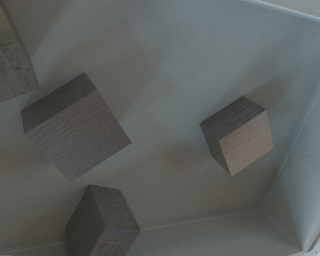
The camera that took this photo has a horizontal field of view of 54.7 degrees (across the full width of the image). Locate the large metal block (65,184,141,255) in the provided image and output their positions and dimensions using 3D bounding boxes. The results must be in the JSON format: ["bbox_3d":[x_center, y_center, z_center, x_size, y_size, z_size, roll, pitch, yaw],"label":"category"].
[{"bbox_3d":[-0.079,0.135,0.413,0.050,0.080,0.080,20,108,-36],"label":"large metal block"}]

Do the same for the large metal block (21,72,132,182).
[{"bbox_3d":[-0.091,-0.001,0.342,0.080,0.050,0.080,-33,129,-7],"label":"large metal block"}]

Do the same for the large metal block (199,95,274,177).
[{"bbox_3d":[0.116,0.012,0.463,0.080,0.050,0.080,-33,129,-7],"label":"large metal block"}]

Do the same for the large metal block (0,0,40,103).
[{"bbox_3d":[-0.143,-0.072,0.250,0.050,0.080,0.080,-24,127,-14],"label":"large metal block"}]
